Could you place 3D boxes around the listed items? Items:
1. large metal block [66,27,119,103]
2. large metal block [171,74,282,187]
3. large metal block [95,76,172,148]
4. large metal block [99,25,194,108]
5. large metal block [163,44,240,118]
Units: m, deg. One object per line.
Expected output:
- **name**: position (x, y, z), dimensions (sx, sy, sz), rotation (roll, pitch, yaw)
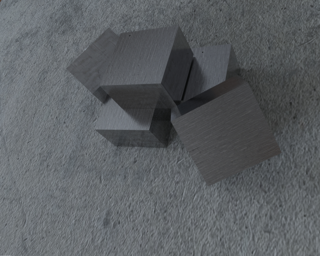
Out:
- **large metal block**: position (-0.078, -0.086, 0.453), dimensions (0.050, 0.080, 0.080), rotation (44, 86, 6)
- **large metal block**: position (0.066, 0.001, 0.325), dimensions (0.080, 0.080, 0.050), rotation (-27, 15, 10)
- **large metal block**: position (-0.029, -0.021, 0.413), dimensions (0.080, 0.050, 0.080), rotation (0, 62, 28)
- **large metal block**: position (-0.014, -0.070, 0.371), dimensions (0.080, 0.050, 0.080), rotation (2, 63, 29)
- **large metal block**: position (0.052, -0.056, 0.396), dimensions (0.080, 0.050, 0.080), rotation (0, 62, 28)
